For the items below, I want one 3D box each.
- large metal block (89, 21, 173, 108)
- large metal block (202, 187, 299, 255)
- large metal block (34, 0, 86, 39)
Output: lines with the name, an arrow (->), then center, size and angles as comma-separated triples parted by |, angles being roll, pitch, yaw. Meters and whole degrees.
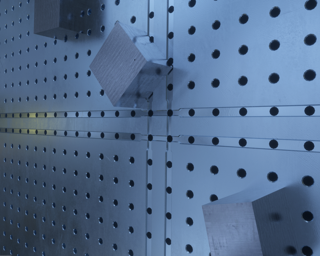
large metal block -> -0.043, -0.085, 0.430 | 0.080, 0.050, 0.080 | -49, 61, 29
large metal block -> 0.090, 0.106, 0.299 | 0.050, 0.081, 0.080 | -16, 80, 39
large metal block -> -0.174, -0.204, 0.539 | 0.080, 0.050, 0.080 | 4, 93, 40
